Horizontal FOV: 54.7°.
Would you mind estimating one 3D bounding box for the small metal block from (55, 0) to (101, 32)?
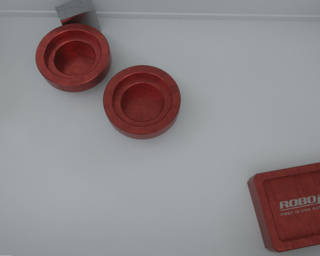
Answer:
[{"bbox_3d":[-0.118,-0.158,0.453,0.050,0.050,0.025,-23,72,-8],"label":"small metal block"}]

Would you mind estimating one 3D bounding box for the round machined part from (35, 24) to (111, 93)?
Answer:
[{"bbox_3d":[-0.117,-0.093,0.433,0.099,0.042,0.098,0,70,-1],"label":"round machined part"}]

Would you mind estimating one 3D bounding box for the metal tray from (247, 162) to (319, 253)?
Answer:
[{"bbox_3d":[0.183,0.091,0.375,0.131,0.030,0.090,-9,70,-4],"label":"metal tray"}]

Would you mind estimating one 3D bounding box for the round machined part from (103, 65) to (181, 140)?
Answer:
[{"bbox_3d":[-0.023,-0.031,0.412,0.099,0.042,0.098,0,70,-1],"label":"round machined part"}]
